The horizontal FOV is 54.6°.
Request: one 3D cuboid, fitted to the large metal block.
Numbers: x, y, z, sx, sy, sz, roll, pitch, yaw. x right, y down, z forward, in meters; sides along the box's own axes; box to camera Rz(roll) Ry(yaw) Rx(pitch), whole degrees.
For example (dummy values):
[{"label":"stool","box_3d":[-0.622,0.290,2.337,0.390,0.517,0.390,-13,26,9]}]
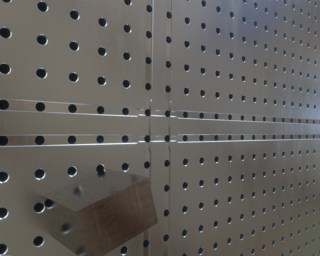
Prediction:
[{"label":"large metal block","box_3d":[-0.062,0.084,0.321,0.081,0.080,0.050,-19,103,-38]}]
